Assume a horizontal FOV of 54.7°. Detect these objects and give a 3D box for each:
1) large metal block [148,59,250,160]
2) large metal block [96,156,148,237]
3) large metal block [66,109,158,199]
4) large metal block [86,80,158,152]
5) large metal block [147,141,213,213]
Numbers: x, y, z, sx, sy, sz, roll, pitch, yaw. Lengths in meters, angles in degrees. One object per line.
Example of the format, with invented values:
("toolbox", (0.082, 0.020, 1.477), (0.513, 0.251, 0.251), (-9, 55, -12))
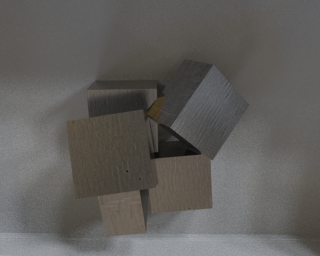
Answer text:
("large metal block", (0.045, -0.021, 0.362), (0.080, 0.050, 0.080), (37, 85, -37))
("large metal block", (-0.047, 0.083, 0.410), (0.050, 0.080, 0.079), (-6, 110, 2))
("large metal block", (-0.049, 0.028, 0.337), (0.080, 0.050, 0.080), (-9, 85, 3))
("large metal block", (-0.043, -0.016, 0.390), (0.081, 0.050, 0.079), (-1, 110, 0))
("large metal block", (0.025, 0.064, 0.418), (0.080, 0.050, 0.079), (-5, 110, 1))
